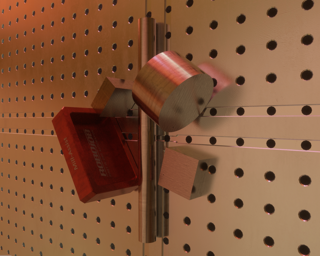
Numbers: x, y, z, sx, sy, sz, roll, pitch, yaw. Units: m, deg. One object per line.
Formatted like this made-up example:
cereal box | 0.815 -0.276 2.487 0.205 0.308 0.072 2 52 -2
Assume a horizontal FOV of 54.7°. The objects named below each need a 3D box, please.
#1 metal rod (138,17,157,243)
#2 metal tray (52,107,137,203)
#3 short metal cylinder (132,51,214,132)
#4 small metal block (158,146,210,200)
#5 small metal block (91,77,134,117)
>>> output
metal rod | -0.017 0.003 0.421 0.025 0.025 0.298 0 90 39
metal tray | -0.087 0.033 0.435 0.030 0.091 0.130 -40 66 33
short metal cylinder | 0.015 -0.042 0.359 0.050 0.081 0.080 45 117 30
small metal block | 0.029 0.054 0.385 0.050 0.025 0.050 19 102 38
small metal block | -0.062 -0.043 0.441 0.025 0.050 0.050 49 119 28
